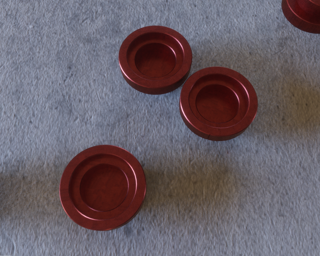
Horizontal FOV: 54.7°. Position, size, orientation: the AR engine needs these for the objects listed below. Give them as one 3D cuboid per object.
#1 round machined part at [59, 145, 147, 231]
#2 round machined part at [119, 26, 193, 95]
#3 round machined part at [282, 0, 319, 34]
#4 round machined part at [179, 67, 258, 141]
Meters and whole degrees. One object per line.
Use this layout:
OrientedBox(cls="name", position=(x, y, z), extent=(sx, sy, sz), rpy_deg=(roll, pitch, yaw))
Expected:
OrientedBox(cls="round machined part", position=(-0.065, 0.073, 0.372), extent=(0.099, 0.042, 0.098), rpy_deg=(0, 70, -1))
OrientedBox(cls="round machined part", position=(-0.006, -0.090, 0.432), extent=(0.099, 0.042, 0.098), rpy_deg=(0, 70, -1))
OrientedBox(cls="round machined part", position=(0.243, -0.198, 0.475), extent=(0.099, 0.042, 0.098), rpy_deg=(0, 70, -1))
OrientedBox(cls="round machined part", position=(0.074, -0.028, 0.410), extent=(0.099, 0.042, 0.098), rpy_deg=(0, 70, -1))
